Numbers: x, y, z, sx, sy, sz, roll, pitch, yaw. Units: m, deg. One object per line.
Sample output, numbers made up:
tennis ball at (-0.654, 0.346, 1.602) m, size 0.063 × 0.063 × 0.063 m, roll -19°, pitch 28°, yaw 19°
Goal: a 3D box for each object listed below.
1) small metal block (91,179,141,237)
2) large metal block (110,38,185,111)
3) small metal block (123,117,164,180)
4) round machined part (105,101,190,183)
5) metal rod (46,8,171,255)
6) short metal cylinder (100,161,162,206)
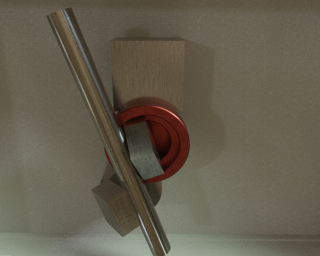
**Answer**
small metal block at (-0.054, 0.096, 0.375) m, size 0.025 × 0.050 × 0.050 m, roll -29°, pitch 111°, yaw -25°
large metal block at (-0.014, -0.065, 0.371) m, size 0.081 × 0.050 × 0.079 m, roll 0°, pitch 110°, yaw -1°
small metal block at (-0.018, 0.024, 0.354) m, size 0.025 × 0.050 × 0.050 m, roll -19°, pitch 144°, yaw 3°
round machined part at (-0.015, 0.014, 0.374) m, size 0.099 × 0.042 × 0.097 m, roll 0°, pitch 110°, yaw -1°
metal rod at (-0.047, 0.022, 0.343) m, size 0.025 × 0.025 × 0.298 m, roll -18°, pitch 109°, yaw 6°
short metal cylinder at (-0.038, 0.071, 0.423) m, size 0.081 × 0.050 × 0.079 m, roll 0°, pitch 110°, yaw -1°
